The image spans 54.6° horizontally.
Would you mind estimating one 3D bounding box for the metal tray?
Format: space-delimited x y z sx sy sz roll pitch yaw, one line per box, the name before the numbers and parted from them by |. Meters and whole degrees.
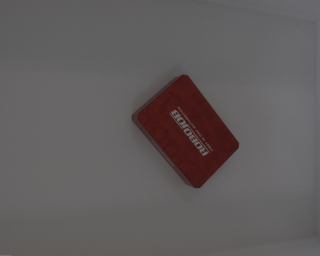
metal tray | 0.037 0.005 0.421 0.090 0.030 0.130 -43 104 -15
